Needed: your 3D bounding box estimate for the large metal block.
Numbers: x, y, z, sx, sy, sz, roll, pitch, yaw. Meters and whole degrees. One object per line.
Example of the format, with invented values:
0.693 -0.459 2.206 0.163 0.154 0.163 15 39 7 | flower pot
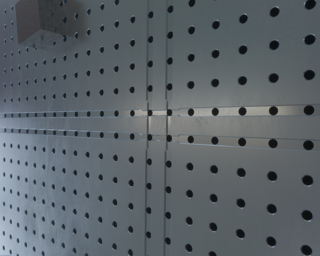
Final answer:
-0.223 -0.202 0.578 0.080 0.050 0.080 -12 82 39 | large metal block
